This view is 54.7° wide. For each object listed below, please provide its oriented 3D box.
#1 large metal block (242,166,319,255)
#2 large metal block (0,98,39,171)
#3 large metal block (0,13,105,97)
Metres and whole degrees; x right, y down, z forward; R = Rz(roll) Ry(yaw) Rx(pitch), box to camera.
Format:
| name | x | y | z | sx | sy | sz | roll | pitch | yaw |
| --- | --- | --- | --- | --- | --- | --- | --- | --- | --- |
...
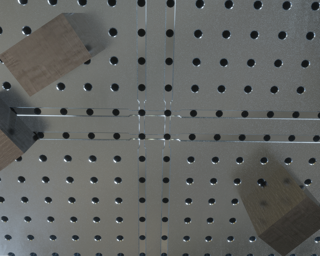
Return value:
| name | x | y | z | sx | sy | sz | roll | pitch | yaw |
| --- | --- | --- | --- | --- | --- | --- | --- | --- | --- |
| large metal block | 0.170 | 0.112 | 0.428 | 0.050 | 0.080 | 0.080 | 40 | 105 | -14 |
| large metal block | -0.224 | 0.015 | 0.402 | 0.080 | 0.050 | 0.080 | -35 | 107 | 11 |
| large metal block | -0.116 | -0.086 | 0.351 | 0.080 | 0.080 | 0.050 | -29 | 108 | 10 |
